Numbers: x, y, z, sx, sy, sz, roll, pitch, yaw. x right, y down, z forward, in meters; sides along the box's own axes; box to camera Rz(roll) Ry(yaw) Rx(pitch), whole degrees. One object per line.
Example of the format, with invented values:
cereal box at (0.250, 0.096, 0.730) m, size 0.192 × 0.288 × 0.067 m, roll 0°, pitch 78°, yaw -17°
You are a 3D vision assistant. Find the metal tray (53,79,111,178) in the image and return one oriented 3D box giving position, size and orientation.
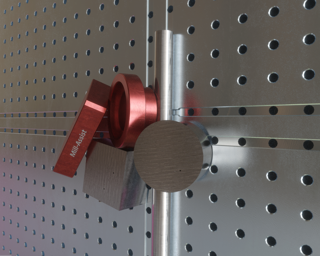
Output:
metal tray at (-0.118, 0.000, 0.471) m, size 0.129 × 0.030 × 0.090 m, roll -59°, pitch 18°, yaw 23°

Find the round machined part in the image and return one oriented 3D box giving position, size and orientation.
round machined part at (-0.036, -0.022, 0.412) m, size 0.098 × 0.042 × 0.097 m, roll -178°, pitch 90°, yaw -65°

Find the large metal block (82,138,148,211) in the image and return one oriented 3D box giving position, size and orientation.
large metal block at (-0.062, 0.062, 0.444) m, size 0.080 × 0.050 × 0.079 m, roll 14°, pitch 99°, yaw 39°

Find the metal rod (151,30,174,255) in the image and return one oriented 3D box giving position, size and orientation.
metal rod at (0.003, 0.024, 0.408) m, size 0.025 × 0.025 × 0.298 m, roll 1°, pitch 91°, yaw 40°

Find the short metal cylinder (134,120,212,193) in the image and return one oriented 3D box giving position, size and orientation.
short metal cylinder at (0.016, 0.031, 0.363) m, size 0.080 × 0.050 × 0.079 m, roll 0°, pitch 90°, yaw 20°
